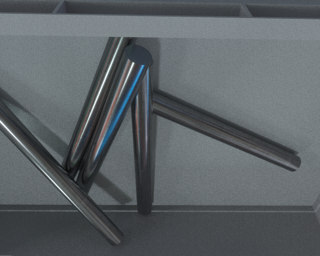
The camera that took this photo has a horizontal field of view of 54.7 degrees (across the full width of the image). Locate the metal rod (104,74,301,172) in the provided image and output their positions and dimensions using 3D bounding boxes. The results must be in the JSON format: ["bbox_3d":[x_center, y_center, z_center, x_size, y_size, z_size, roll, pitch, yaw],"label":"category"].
[{"bbox_3d":[0.065,-0.001,0.408,0.302,0.025,0.025,22,127,-19],"label":"metal rod"}]

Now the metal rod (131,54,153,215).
[{"bbox_3d":[-0.023,0.035,0.416,0.025,0.025,0.298,1,137,-1],"label":"metal rod"}]

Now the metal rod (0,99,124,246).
[{"bbox_3d":[-0.144,0.060,0.422,0.025,0.025,0.299,-25,115,19],"label":"metal rod"}]

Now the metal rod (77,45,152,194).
[{"bbox_3d":[-0.072,0.018,0.382,0.025,0.025,0.298,17,141,-14],"label":"metal rod"}]

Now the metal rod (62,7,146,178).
[{"bbox_3d":[-0.085,-0.009,0.373,0.025,0.025,0.298,19,136,-16],"label":"metal rod"}]
